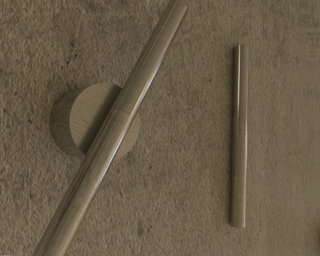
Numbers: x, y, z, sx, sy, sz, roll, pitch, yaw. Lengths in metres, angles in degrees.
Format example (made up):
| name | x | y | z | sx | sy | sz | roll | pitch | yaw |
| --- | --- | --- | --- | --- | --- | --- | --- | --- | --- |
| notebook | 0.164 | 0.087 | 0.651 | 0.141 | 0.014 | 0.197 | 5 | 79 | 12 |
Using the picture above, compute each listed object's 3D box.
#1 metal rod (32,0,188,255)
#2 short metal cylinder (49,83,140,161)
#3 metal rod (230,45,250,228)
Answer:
| name | x | y | z | sx | sy | sz | roll | pitch | yaw |
| --- | --- | --- | --- | --- | --- | --- | --- | --- | --- |
| metal rod | -0.039 | -0.010 | 0.306 | 0.025 | 0.025 | 0.300 | 39 | 66 | -34 |
| short metal cylinder | -0.069 | -0.006 | 0.331 | 0.081 | 0.050 | 0.079 | 0 | 90 | -40 |
| metal rod | 0.133 | 0.013 | 0.516 | 0.025 | 0.025 | 0.298 | 3 | 88 | -40 |
